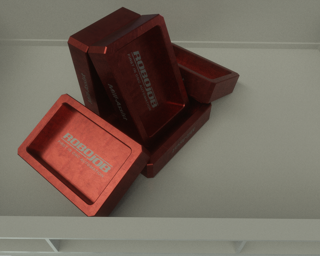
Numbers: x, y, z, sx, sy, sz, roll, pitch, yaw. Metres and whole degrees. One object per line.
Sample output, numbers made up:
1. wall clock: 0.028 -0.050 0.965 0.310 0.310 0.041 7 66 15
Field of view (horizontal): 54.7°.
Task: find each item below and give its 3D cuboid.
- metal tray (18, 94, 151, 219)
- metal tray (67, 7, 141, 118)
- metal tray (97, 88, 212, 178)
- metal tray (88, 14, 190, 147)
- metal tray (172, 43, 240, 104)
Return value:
1. metal tray: -0.088 0.029 0.352 0.130 0.030 0.090 33 81 24
2. metal tray: -0.059 -0.073 0.394 0.030 0.129 0.090 32 57 25
3. metal tray: -0.005 -0.007 0.405 0.090 0.030 0.131 32 57 23
4. metal tray: -0.017 -0.054 0.364 0.030 0.129 0.090 15 47 43
5. metal tray: 0.038 -0.085 0.449 0.130 0.030 0.091 32 31 23
